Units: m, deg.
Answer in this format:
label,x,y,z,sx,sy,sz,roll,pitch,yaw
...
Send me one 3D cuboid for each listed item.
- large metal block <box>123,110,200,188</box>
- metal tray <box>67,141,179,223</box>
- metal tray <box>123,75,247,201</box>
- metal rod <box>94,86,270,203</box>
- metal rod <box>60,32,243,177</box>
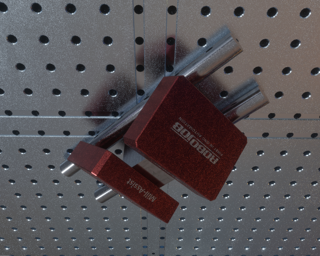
label,x,y,z,sx,sy,sz,roll,pitch,yaw
large metal block,0.000,0.023,0.394,0.080,0.080,0.050,-34,122,25
metal tray,-0.047,0.069,0.399,0.130,0.030,0.090,42,162,-30
metal tray,0.035,0.014,0.352,0.130,0.030,0.090,39,76,-29
metal rod,0.015,0.035,0.442,0.299,0.025,0.025,-34,123,25
metal rod,-0.028,-0.016,0.398,0.299,0.025,0.025,-35,122,25
